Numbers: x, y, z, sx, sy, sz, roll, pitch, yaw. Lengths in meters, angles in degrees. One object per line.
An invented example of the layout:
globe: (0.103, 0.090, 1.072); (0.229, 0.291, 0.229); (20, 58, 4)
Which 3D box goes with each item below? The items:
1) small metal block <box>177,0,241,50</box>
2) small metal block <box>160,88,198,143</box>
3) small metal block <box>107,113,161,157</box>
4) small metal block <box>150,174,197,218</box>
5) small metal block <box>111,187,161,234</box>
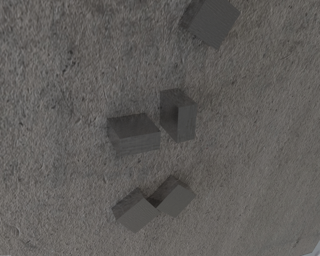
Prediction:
small metal block: (0.057, -0.127, 0.359); (0.050, 0.025, 0.050); (23, 106, -37)
small metal block: (0.022, -0.017, 0.392); (0.025, 0.050, 0.050); (-13, 124, -22)
small metal block: (-0.033, 0.007, 0.377); (0.050, 0.050, 0.025); (-10, 123, -23)
small metal block: (0.021, 0.108, 0.485); (0.050, 0.025, 0.050); (-48, 129, 5)
small metal block: (-0.035, 0.124, 0.464); (0.050, 0.025, 0.050); (-39, 129, -1)
